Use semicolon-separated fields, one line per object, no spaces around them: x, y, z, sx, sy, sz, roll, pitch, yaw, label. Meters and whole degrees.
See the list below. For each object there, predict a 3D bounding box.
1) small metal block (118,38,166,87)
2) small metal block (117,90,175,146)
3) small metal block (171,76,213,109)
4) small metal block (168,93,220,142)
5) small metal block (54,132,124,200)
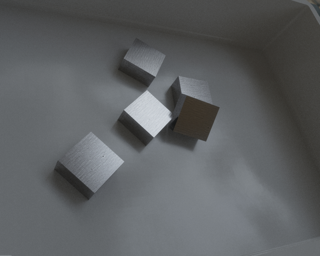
-0.026;-0.095;0.450;0.050;0.025;0.050;29;52;-10;small metal block
-0.017;-0.013;0.404;0.050;0.025;0.050;43;51;1;small metal block
0.047;-0.046;0.459;0.050;0.025;0.050;7;59;-25;small metal block
0.045;-0.015;0.421;0.050;0.025;0.050;18;98;-18;small metal block
-0.077;0.041;0.339;0.050;0.025;0.050;42;51;1;small metal block
